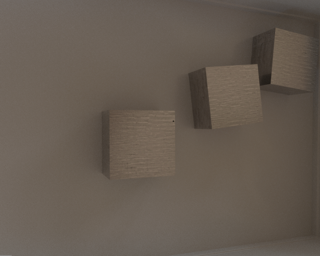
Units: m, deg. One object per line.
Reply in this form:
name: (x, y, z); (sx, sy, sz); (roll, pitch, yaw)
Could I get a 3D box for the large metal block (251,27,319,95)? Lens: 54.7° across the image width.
large metal block: (0.186, -0.097, 0.468); (0.081, 0.050, 0.080); (6, 88, -20)

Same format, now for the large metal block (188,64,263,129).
large metal block: (0.091, -0.043, 0.432); (0.081, 0.050, 0.079); (-7, 93, -20)

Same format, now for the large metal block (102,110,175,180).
large metal block: (-0.028, 0.019, 0.388); (0.081, 0.050, 0.079); (0, 90, -21)
